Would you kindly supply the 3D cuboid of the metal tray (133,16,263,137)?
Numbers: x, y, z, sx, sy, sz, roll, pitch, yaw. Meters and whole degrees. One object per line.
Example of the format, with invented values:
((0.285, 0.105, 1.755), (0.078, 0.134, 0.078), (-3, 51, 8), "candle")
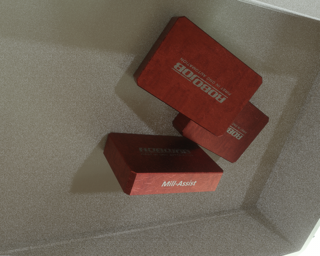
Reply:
((0.046, -0.059, 0.371), (0.131, 0.030, 0.090), (31, 100, -21), "metal tray")

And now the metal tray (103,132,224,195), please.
((0.004, 0.043, 0.397), (0.131, 0.090, 0.030), (4, 116, -31), "metal tray")

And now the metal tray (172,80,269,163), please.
((0.092, -0.009, 0.452), (0.131, 0.030, 0.090), (28, 103, -38), "metal tray")
